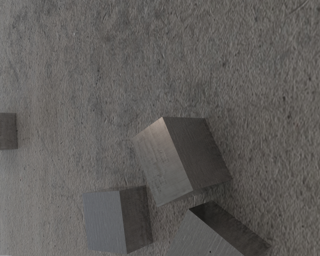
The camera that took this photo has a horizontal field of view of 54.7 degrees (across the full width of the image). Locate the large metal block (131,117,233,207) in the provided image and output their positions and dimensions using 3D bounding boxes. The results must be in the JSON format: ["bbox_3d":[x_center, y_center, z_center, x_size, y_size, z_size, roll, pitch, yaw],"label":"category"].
[{"bbox_3d":[0.026,0.035,0.348,0.050,0.081,0.080,-35,69,35],"label":"large metal block"}]

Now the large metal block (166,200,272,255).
[{"bbox_3d":[0.059,0.140,0.340,0.080,0.050,0.079,34,111,34],"label":"large metal block"}]

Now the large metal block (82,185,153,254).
[{"bbox_3d":[-0.061,0.127,0.439,0.080,0.050,0.080,-13,82,39],"label":"large metal block"}]

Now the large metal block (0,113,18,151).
[{"bbox_3d":[-0.362,0.011,0.688,0.080,0.050,0.080,-8,85,39],"label":"large metal block"}]
